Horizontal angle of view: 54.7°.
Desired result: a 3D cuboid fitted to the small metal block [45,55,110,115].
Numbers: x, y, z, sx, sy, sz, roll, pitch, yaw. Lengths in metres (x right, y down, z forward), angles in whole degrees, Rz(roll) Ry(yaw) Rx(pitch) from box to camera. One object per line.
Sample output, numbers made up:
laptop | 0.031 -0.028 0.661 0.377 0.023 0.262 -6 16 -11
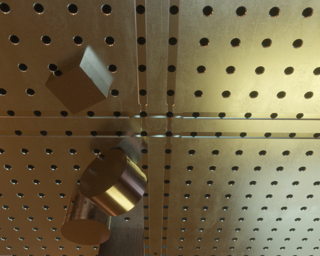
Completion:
small metal block | -0.097 -0.050 0.368 0.050 0.025 0.050 -24 127 18

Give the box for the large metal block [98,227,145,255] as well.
large metal block | -0.071 0.235 0.575 0.081 0.080 0.050 4 130 -4

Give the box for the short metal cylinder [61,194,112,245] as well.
short metal cylinder | -0.122 0.156 0.526 0.081 0.050 0.079 0 130 0

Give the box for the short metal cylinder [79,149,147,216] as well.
short metal cylinder | -0.066 0.077 0.440 0.080 0.080 0.050 -24 126 19
